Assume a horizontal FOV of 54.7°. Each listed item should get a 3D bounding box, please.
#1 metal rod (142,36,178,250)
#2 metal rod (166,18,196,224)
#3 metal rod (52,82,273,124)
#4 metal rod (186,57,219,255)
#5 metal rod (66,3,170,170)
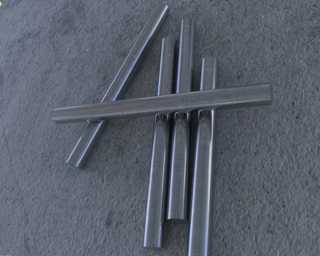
[{"bbox_3d":[0.004,-0.002,0.402,0.025,0.025,0.299,-9,57,23],"label":"metal rod"},{"bbox_3d":[0.031,-0.030,0.405,0.025,0.025,0.299,-9,58,24],"label":"metal rod"},{"bbox_3d":[-0.016,-0.027,0.395,0.300,0.025,0.025,-4,60,26],"label":"metal rod"},{"bbox_3d":[0.050,0.042,0.351,0.025,0.025,0.299,-6,59,25],"label":"metal rod"},{"bbox_3d":[-0.058,-0.075,0.479,0.025,0.025,0.300,14,69,34],"label":"metal rod"}]
